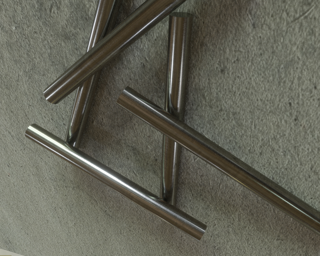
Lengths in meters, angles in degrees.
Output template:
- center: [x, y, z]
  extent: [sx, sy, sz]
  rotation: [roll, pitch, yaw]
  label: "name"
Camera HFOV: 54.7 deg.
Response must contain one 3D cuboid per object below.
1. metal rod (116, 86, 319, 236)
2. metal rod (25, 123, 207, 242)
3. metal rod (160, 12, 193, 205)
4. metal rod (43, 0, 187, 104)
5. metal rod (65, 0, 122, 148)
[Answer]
- center: [0.081, 0.043, 0.369]
  extent: [0.301, 0.025, 0.025]
  rotation: [33, 129, -2]
  label: "metal rod"
- center: [-0.070, 0.076, 0.456]
  extent: [0.301, 0.025, 0.025]
  rotation: [29, 128, 9]
  label: "metal rod"
- center: [0.016, 0.007, 0.402]
  extent: [0.025, 0.025, 0.298]
  rotation: [16, 125, 19]
  label: "metal rod"
- center: [-0.031, -0.106, 0.336]
  extent: [0.299, 0.025, 0.025]
  rotation: [-30, 102, 31]
  label: "metal rod"
- center: [-0.094, -0.068, 0.414]
  extent: [0.025, 0.025, 0.298]
  rotation: [32, 129, 7]
  label: "metal rod"
